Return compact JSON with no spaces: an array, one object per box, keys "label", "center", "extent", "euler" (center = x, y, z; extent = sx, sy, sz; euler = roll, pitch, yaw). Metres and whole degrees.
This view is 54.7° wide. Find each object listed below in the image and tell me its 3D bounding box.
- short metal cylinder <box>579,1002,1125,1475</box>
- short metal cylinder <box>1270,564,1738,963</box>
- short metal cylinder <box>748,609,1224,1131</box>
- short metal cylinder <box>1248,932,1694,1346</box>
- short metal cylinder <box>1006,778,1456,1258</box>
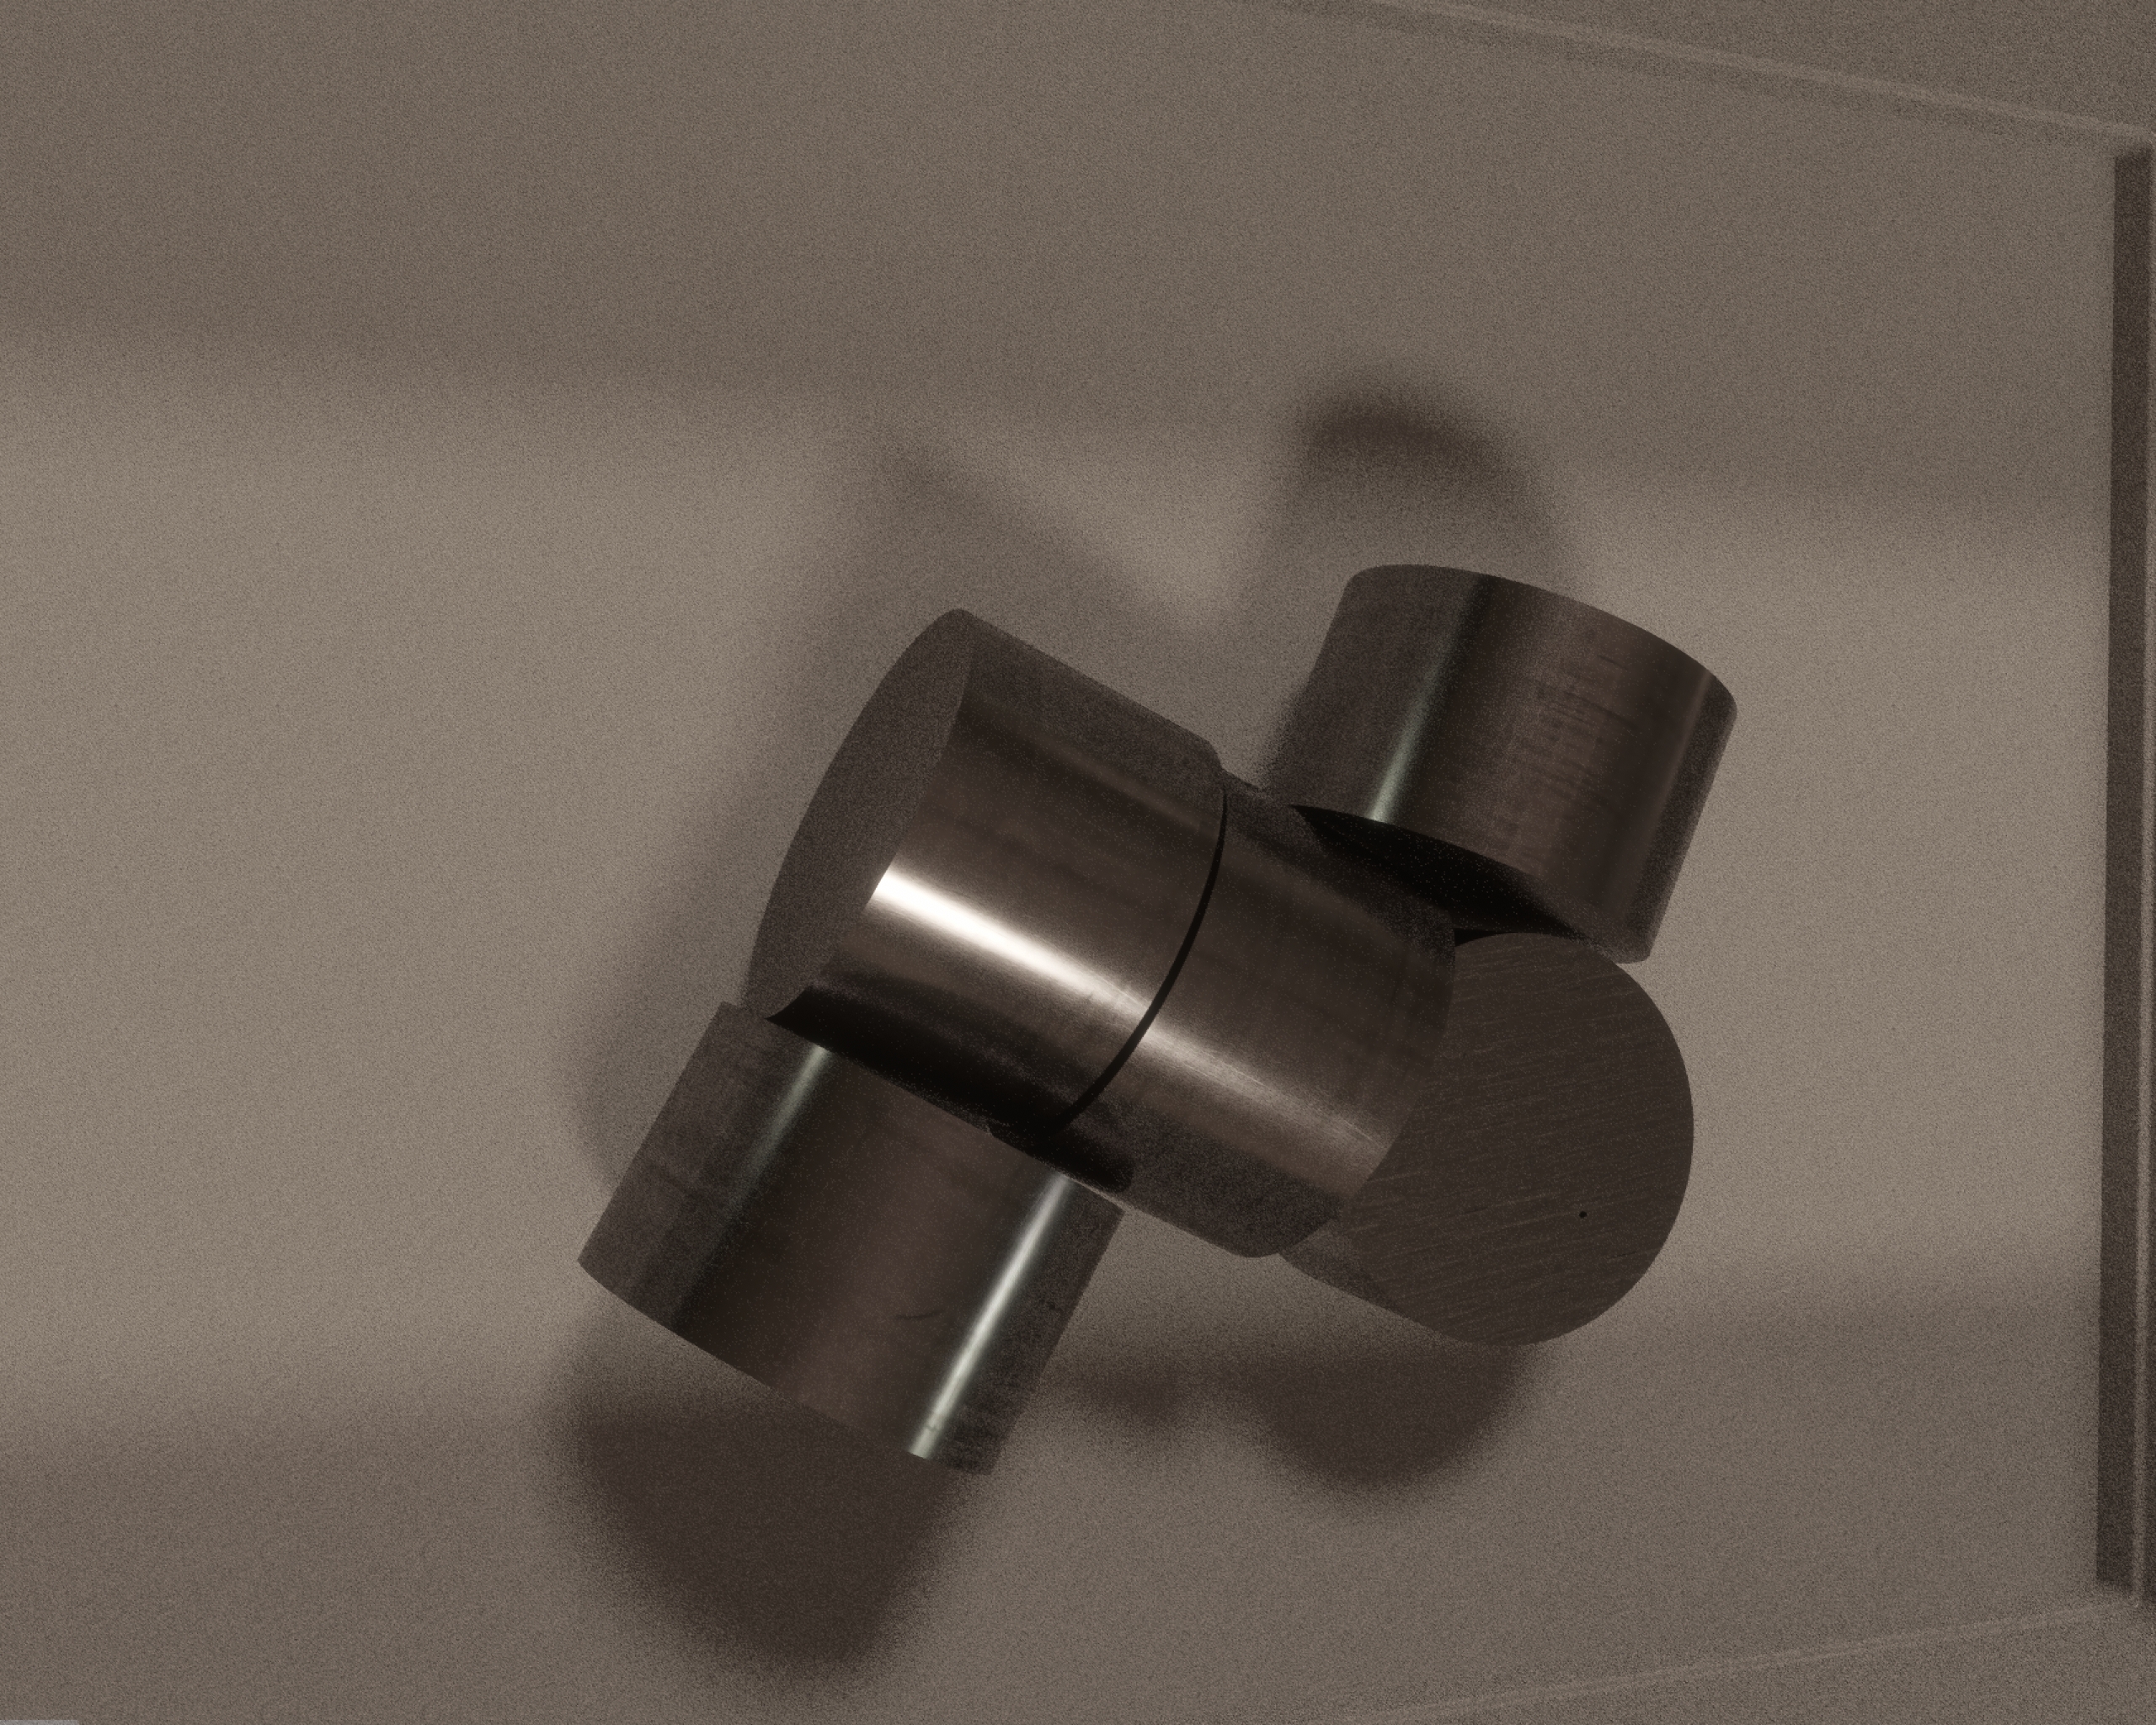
[{"label":"short metal cylinder","center":[-0.039,0.065,0.366],"extent":[0.080,0.080,0.050],"euler":[31,80,-18]},{"label":"short metal cylinder","center":[0.082,-0.018,0.411],"extent":[0.080,0.080,0.050],"euler":[24,82,-19]},{"label":"short metal cylinder","center":[-0.018,0.002,0.374],"extent":[0.050,0.080,0.080],"euler":[27,81,-18]},{"label":"short metal cylinder","center":[0.076,0.053,0.425],"extent":[0.081,0.050,0.079],"euler":[0,90,-21]},{"label":"short metal cylinder","center":[0.025,0.027,0.391],"extent":[0.050,0.080,0.080],"euler":[28,81,-18]}]
